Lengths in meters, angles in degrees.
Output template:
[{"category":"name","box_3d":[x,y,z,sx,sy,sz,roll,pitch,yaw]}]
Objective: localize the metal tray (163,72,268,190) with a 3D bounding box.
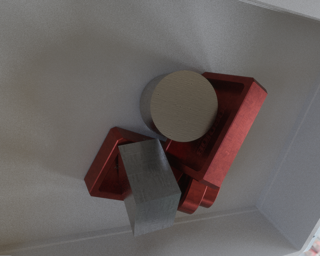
[{"category":"metal tray","box_3d":[0.061,-0.002,0.378,0.030,0.090,0.130,31,85,-35]}]

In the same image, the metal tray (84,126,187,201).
[{"category":"metal tray","box_3d":[-0.025,0.058,0.426,0.131,0.030,0.090,19,108,-36]}]

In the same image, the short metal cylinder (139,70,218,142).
[{"category":"short metal cylinder","box_3d":[0.021,-0.026,0.368,0.081,0.050,0.079,-2,96,-17]}]

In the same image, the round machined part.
[{"category":"round machined part","box_3d":[0.056,0.073,0.433,0.042,0.098,0.097,19,112,-4]}]

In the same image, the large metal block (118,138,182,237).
[{"category":"large metal block","box_3d":[-0.017,0.072,0.378,0.050,0.080,0.079,-10,139,-16]}]
